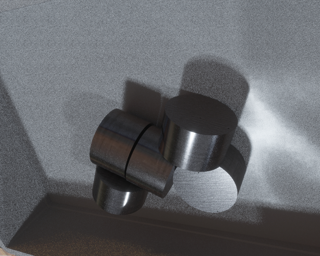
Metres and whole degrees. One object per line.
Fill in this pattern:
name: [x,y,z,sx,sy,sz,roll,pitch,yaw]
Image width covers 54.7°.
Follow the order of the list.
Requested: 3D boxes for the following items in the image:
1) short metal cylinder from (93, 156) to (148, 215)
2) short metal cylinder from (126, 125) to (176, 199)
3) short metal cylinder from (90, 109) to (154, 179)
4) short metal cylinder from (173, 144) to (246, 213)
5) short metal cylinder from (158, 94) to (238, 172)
short metal cylinder: [-0.054,0.076,0.445,0.080,0.080,0.050,26,127,11]
short metal cylinder: [-0.001,0.043,0.398,0.050,0.080,0.079,24,127,13]
short metal cylinder: [-0.048,0.021,0.407,0.050,0.080,0.079,23,127,14]
short metal cylinder: [0.063,0.059,0.392,0.080,0.050,0.079,13,124,20]
short metal cylinder: [0.041,0.004,0.351,0.080,0.080,0.050,21,126,15]
